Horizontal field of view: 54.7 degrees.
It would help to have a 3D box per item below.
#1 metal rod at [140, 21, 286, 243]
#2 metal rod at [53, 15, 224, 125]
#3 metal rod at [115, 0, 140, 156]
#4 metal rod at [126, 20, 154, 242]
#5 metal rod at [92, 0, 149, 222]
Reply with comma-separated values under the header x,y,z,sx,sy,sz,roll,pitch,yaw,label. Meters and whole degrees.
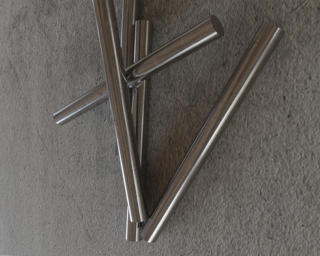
x,y,z,sx,sy,sz,roll,pitch,yaw,label
0.050,0.021,0.363,0.025,0.025,0.298,42,115,32,metal rod
-0.051,-0.061,0.412,0.299,0.025,0.025,-22,76,37,metal rod
-0.044,-0.110,0.441,0.025,0.025,0.298,5,93,40,metal rod
-0.029,0.005,0.428,0.025,0.025,0.298,5,93,40,metal rod
-0.049,-0.027,0.387,0.025,0.025,0.298,-2,100,40,metal rod
